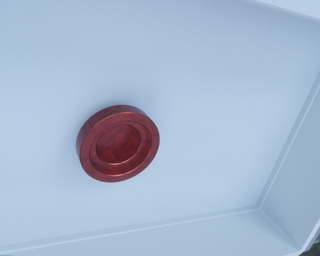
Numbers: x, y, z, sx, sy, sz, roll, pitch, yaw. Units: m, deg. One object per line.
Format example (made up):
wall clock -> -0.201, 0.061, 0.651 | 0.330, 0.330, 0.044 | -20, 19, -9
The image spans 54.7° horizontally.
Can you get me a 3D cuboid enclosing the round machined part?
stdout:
round machined part -> -0.054, 0.015, 0.379 | 0.099, 0.042, 0.097 | -14, 125, -21
